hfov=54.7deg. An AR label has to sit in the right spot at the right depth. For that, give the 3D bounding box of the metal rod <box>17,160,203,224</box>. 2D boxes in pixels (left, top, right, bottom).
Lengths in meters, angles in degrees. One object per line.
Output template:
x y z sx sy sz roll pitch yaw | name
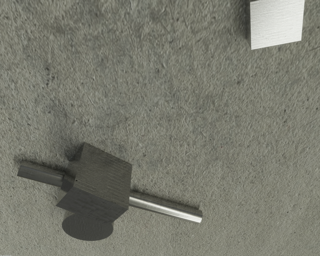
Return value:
-0.069 0.107 0.497 0.302 0.025 0.025 19 127 -17 | metal rod

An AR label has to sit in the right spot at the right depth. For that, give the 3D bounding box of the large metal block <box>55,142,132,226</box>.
-0.089 0.079 0.437 0.080 0.080 0.050 30 124 -23 | large metal block

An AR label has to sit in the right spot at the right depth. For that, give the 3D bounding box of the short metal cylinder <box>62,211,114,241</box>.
-0.115 0.143 0.511 0.081 0.050 0.079 0 130 0 | short metal cylinder

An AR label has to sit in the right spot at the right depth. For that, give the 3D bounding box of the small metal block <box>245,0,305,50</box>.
0.115 -0.112 0.314 0.050 0.025 0.050 -9 130 7 | small metal block
